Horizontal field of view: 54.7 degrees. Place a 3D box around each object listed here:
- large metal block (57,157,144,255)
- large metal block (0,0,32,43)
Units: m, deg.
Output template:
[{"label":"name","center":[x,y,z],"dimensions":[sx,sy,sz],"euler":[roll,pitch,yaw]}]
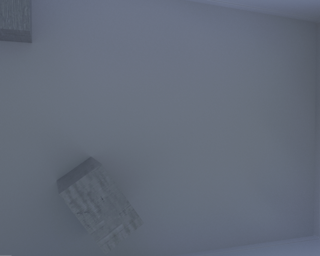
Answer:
[{"label":"large metal block","center":[-0.072,0.083,0.355],"dimensions":[0.050,0.080,0.080],"euler":[-36,102,-16]},{"label":"large metal block","center":[-0.182,-0.140,0.330],"dimensions":[0.081,0.050,0.080],"euler":[-1,90,-20]}]
